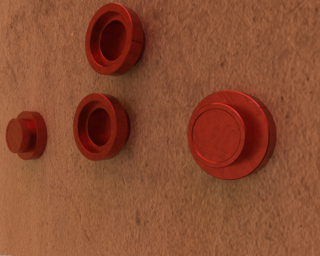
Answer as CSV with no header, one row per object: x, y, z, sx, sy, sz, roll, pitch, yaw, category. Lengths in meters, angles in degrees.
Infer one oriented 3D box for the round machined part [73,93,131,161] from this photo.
-0.082,-0.002,0.459,0.098,0.042,0.097,0,90,39,round machined part

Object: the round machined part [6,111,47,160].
-0.268,0.015,0.611,0.098,0.042,0.097,0,90,39,round machined part

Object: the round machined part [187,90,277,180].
0.070,0.008,0.335,0.098,0.042,0.097,0,90,39,round machined part

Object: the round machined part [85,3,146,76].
-0.059,-0.122,0.440,0.098,0.042,0.097,0,90,39,round machined part
